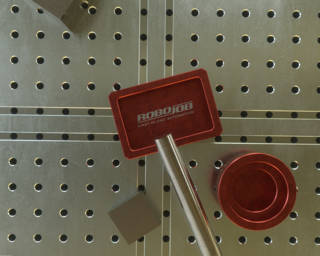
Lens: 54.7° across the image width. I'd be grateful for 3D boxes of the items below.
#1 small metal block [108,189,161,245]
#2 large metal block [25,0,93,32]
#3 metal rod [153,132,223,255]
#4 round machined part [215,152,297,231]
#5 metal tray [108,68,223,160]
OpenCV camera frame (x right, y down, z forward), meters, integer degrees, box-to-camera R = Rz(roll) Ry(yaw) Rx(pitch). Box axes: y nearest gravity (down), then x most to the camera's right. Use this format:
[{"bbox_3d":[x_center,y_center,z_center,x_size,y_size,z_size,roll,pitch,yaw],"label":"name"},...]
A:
[{"bbox_3d":[-0.033,0.118,0.413,0.050,0.025,0.050,-33,90,0],"label":"small metal block"},{"bbox_3d":[-0.132,-0.187,0.399,0.080,0.050,0.080,34,90,-1],"label":"large metal block"},{"bbox_3d":[0.060,0.147,0.398,0.025,0.025,0.299,-23,97,0],"label":"metal rod"},{"bbox_3d":[0.122,0.080,0.407,0.099,0.042,0.097,0,90,-1],"label":"round machined part"},{"bbox_3d":[0.007,-0.018,0.410,0.131,0.030,0.089,-15,90,-1],"label":"metal tray"}]
